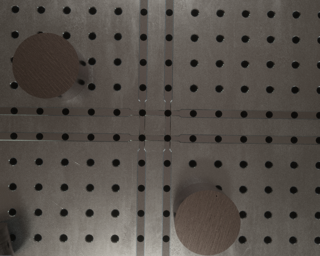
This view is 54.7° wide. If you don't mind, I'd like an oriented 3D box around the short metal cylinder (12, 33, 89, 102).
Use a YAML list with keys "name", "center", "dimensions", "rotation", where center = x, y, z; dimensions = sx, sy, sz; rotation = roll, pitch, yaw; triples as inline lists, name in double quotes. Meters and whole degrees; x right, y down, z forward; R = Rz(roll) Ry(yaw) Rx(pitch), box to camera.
- name: "short metal cylinder"
  center: [-0.138, -0.076, 0.399]
  dimensions: [0.081, 0.050, 0.079]
  rotation: [0, 90, -1]

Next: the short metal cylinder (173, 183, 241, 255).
- name: "short metal cylinder"
  center: [0.058, 0.115, 0.402]
  dimensions: [0.081, 0.050, 0.079]
  rotation: [0, 90, -1]

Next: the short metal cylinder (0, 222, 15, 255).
- name: "short metal cylinder"
  center: [-0.227, 0.156, 0.383]
  dimensions: [0.080, 0.080, 0.050]
  rotation: [-13, 90, 0]
